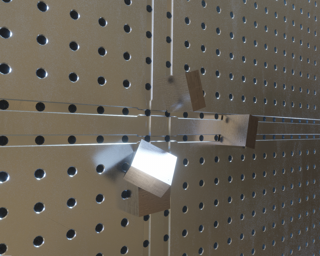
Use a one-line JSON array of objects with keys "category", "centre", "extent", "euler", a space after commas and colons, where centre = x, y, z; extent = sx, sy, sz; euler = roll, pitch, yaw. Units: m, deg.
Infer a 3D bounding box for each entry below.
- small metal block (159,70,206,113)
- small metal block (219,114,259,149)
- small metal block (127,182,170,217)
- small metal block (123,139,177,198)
[{"category": "small metal block", "centre": [0.030, -0.048, 0.417], "extent": [0.025, 0.050, 0.050], "euler": [-22, 104, -38]}, {"category": "small metal block", "centre": [0.126, 0.006, 0.497], "extent": [0.025, 0.050, 0.050], "euler": [16, 80, -39]}, {"category": "small metal block", "centre": [-0.014, 0.081, 0.396], "extent": [0.050, 0.025, 0.050], "euler": [-2, 92, -40]}, {"category": "small metal block", "centre": [-0.011, 0.048, 0.372], "extent": [0.050, 0.025, 0.050], "euler": [28, 35, -7]}]
